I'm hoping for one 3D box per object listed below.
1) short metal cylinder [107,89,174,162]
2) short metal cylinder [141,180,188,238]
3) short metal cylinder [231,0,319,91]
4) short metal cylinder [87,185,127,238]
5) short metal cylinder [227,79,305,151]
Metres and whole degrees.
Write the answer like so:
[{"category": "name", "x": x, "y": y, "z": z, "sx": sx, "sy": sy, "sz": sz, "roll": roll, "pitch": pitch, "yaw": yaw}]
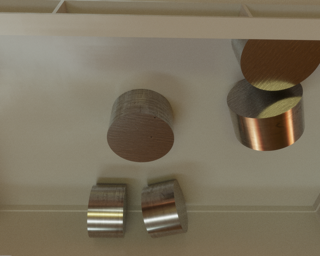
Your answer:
[{"category": "short metal cylinder", "x": -0.023, "y": -0.002, "z": 0.390, "sx": 0.081, "sy": 0.050, "sz": 0.079, "roll": 0, "pitch": 130, "yaw": 0}, {"category": "short metal cylinder", "x": 0.008, "y": 0.125, "z": 0.480, "sx": 0.050, "sy": 0.080, "sz": 0.080, "roll": -14, "pitch": 129, "yaw": 11}, {"category": "short metal cylinder", "x": 0.119, "y": -0.086, "z": 0.321, "sx": 0.081, "sy": 0.050, "sz": 0.079, "roll": 0, "pitch": 130, "yaw": 0}, {"category": "short metal cylinder", "x": -0.080, "y": 0.129, "z": 0.482, "sx": 0.050, "sy": 0.080, "sz": 0.079, "roll": 1, "pitch": 130, "yaw": -2}, {"category": "short metal cylinder", "x": 0.123, "y": -0.020, "z": 0.358, "sx": 0.080, "sy": 0.080, "sz": 0.050, "roll": -15, "pitch": 129, "yaw": 12}]
